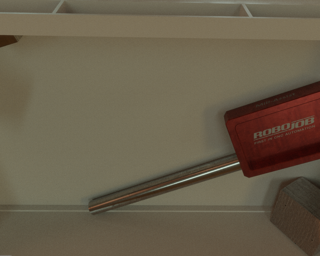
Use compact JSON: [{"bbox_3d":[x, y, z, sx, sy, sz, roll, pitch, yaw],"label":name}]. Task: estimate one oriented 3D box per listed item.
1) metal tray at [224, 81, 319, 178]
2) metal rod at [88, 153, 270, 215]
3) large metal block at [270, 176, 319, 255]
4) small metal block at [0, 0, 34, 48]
[{"bbox_3d":[0.158,0.004,0.395,0.130,0.030,0.090,-18,111,14],"label":"metal tray"},{"bbox_3d":[0.022,0.084,0.480,0.301,0.025,0.025,-20,128,16],"label":"metal rod"},{"bbox_3d":[0.228,0.137,0.482,0.050,0.080,0.079,-23,133,-26],"label":"large metal block"},{"bbox_3d":[-0.161,-0.100,0.305,0.050,0.050,0.025,-13,129,10],"label":"small metal block"}]
